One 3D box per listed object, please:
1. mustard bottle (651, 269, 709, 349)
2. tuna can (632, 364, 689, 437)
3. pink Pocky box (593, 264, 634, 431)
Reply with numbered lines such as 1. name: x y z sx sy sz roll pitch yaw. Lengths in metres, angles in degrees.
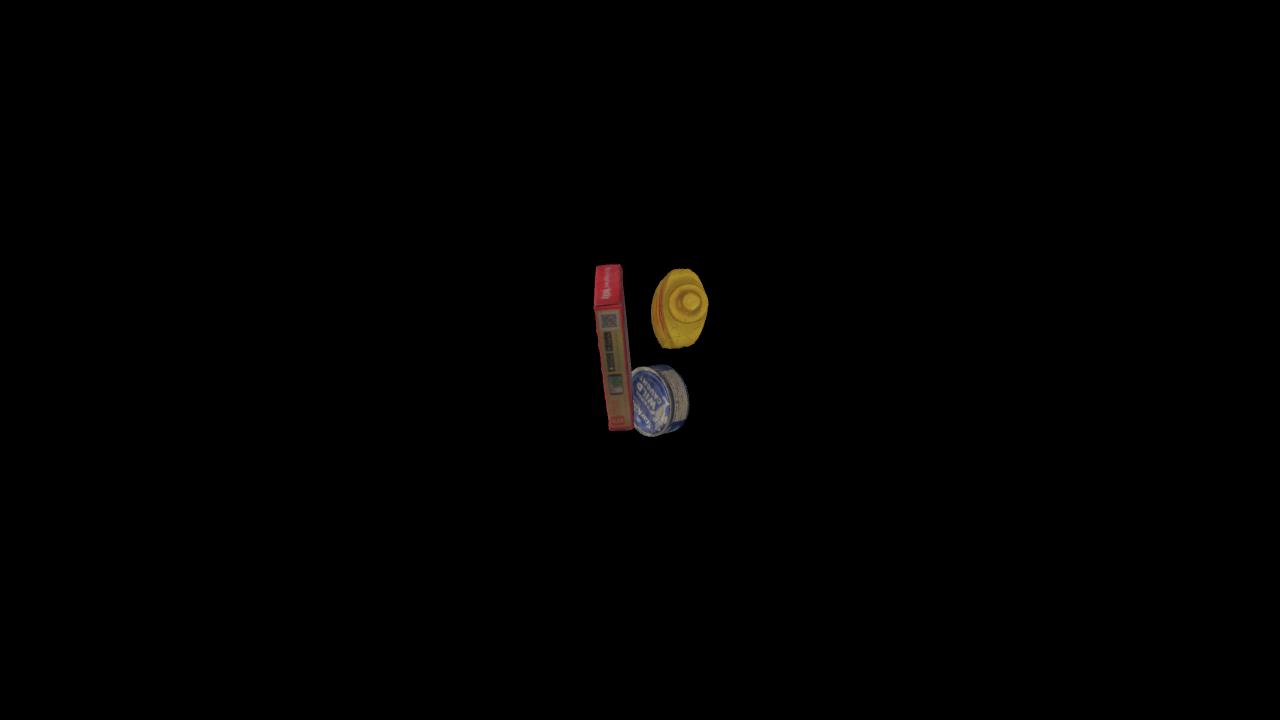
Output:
1. mustard bottle: 0.047 -0.059 0.711 0.054 0.092 0.184 4 0 -4
2. tuna can: 0.019 0.048 0.733 0.034 0.084 0.084 -8 5 -41
3. pink Pocky box: -0.026 -0.012 0.633 0.029 0.155 0.084 -4 35 0
